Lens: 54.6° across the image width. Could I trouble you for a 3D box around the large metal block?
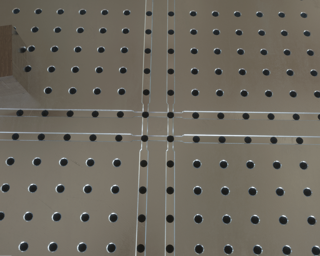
[{"bbox_3d":[-0.235,-0.089,0.430,0.080,0.050,0.080,-9,70,-4],"label":"large metal block"}]
